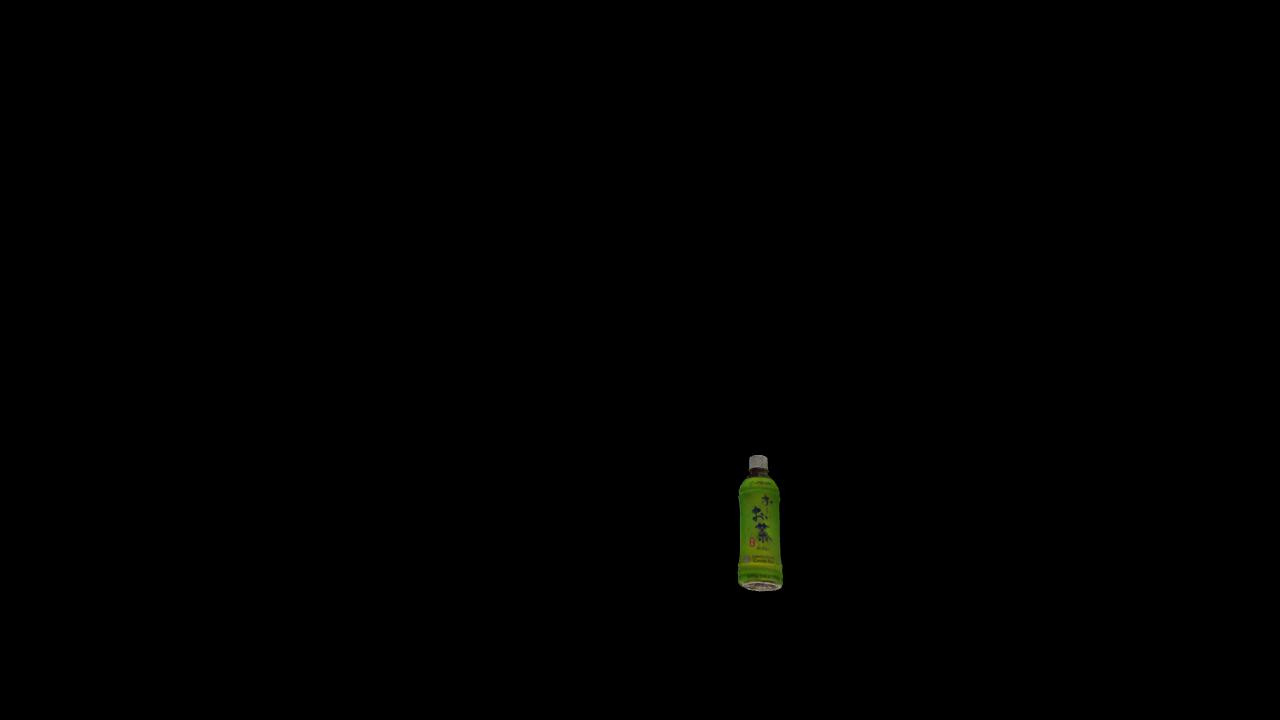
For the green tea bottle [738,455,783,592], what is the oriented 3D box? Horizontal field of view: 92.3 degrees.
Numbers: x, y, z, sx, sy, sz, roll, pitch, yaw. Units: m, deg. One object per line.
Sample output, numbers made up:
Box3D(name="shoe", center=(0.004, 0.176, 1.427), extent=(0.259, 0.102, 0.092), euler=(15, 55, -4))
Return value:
Box3D(name="green tea bottle", center=(0.192, 0.257, 0.992), extent=(0.073, 0.212, 0.073), euler=(2, -30, 1))
